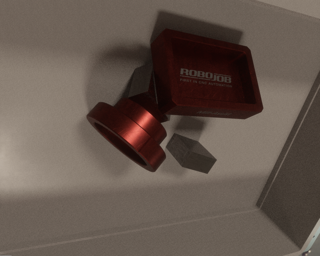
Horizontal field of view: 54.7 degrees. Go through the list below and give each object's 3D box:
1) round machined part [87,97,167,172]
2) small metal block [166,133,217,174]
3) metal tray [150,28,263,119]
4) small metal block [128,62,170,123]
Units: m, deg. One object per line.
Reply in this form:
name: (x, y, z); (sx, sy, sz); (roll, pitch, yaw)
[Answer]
round machined part: (-0.031, 0.003, 0.351); (0.042, 0.098, 0.098); (-51, 131, -15)
small metal block: (0.044, 0.036, 0.441); (0.050, 0.050, 0.025); (20, 108, -36)
metal tray: (0.057, -0.060, 0.365); (0.131, 0.090, 0.030); (2, 162, -30)
small metal block: (-0.009, -0.040, 0.361); (0.025, 0.050, 0.050); (-15, 135, 25)
